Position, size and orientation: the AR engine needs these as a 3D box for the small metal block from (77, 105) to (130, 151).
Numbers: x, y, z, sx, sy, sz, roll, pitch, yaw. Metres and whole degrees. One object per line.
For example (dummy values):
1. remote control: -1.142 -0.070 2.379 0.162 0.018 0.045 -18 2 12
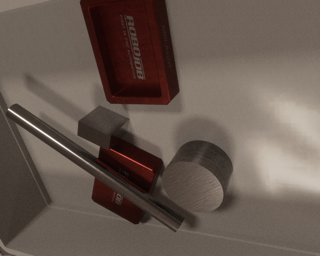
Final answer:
1. small metal block: -0.078 -0.001 0.431 0.050 0.050 0.025 24 127 13

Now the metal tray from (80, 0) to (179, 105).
1. metal tray: -0.033 -0.092 0.364 0.090 0.030 0.129 3 120 26

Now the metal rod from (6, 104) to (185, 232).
1. metal rod: -0.097 0.055 0.452 0.301 0.025 0.025 33 129 6

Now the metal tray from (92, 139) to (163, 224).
1. metal tray: -0.055 0.084 0.485 0.090 0.030 0.129 26 127 11

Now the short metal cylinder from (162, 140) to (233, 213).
1. short metal cylinder: 0.049 0.063 0.404 0.080 0.050 0.079 13 124 20
